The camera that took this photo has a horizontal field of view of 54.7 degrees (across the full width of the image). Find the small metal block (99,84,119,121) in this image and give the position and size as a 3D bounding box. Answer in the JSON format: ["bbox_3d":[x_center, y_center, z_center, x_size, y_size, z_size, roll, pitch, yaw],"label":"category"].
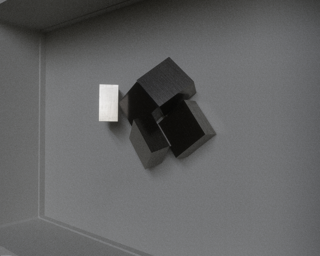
[{"bbox_3d":[-0.072,-0.034,0.444,0.050,0.025,0.050,-177,88,-83],"label":"small metal block"}]

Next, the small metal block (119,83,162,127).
[{"bbox_3d":[-0.023,-0.031,0.421,0.050,0.025,0.050,-45,64,30],"label":"small metal block"}]

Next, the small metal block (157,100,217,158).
[{"bbox_3d":[0.032,0.001,0.377,0.050,0.025,0.050,-43,64,31],"label":"small metal block"}]

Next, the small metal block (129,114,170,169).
[{"bbox_3d":[-0.015,0.018,0.400,0.050,0.025,0.050,60,155,22],"label":"small metal block"}]

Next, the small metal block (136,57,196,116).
[{"bbox_3d":[0.008,-0.051,0.381,0.050,0.025,0.050,-37,62,-5],"label":"small metal block"}]
